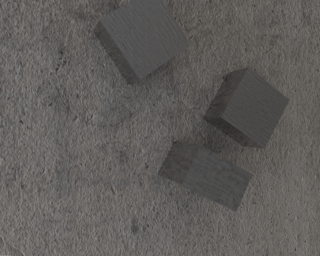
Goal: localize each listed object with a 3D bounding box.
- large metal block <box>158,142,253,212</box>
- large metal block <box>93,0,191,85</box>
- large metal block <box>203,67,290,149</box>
[{"bbox_3d":[0.055,0.060,0.400,0.080,0.080,0.050,30,81,-18],"label":"large metal block"},{"bbox_3d":[-0.023,-0.112,0.387,0.080,0.050,0.080,-37,102,-16],"label":"large metal block"},{"bbox_3d":[0.122,-0.027,0.440,0.080,0.050,0.080,33,79,-17],"label":"large metal block"}]
